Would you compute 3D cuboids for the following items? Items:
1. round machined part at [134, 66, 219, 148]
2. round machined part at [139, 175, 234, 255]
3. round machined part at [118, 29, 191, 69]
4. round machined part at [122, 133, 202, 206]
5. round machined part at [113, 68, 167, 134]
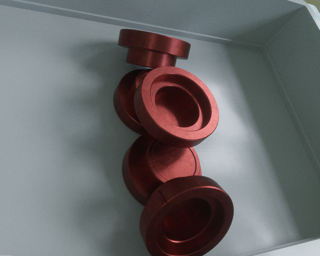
[{"bbox_3d":[0.016,-0.020,0.360,0.099,0.042,0.098,14,56,-21],"label":"round machined part"},{"bbox_3d":[0.025,0.091,0.329,0.099,0.097,0.042,6,21,-26],"label":"round machined part"},{"bbox_3d":[-0.010,-0.104,0.429,0.099,0.098,0.042,7,101,-25],"label":"round machined part"},{"bbox_3d":[0.008,0.046,0.370,0.099,0.042,0.098,14,56,-21],"label":"round machined part"},{"bbox_3d":[-0.009,-0.040,0.414,0.099,0.042,0.098,14,56,-21],"label":"round machined part"}]
